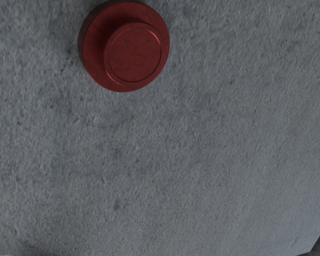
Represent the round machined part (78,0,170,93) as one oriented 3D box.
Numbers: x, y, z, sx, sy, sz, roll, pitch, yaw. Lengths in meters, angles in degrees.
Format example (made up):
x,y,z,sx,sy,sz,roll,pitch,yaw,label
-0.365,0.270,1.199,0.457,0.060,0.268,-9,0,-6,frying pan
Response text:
x,y,z,sx,sy,sz,roll,pitch,yaw,label
-0.033,-0.082,0.328,0.099,0.042,0.097,-14,125,-21,round machined part
